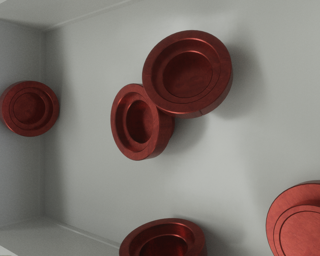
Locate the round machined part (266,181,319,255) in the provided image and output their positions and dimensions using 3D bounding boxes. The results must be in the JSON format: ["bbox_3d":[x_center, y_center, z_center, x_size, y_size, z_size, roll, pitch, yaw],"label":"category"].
[{"bbox_3d":[0.143,0.099,0.277,0.098,0.042,0.097,0,90,39],"label":"round machined part"}]

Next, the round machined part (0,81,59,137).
[{"bbox_3d":[-0.235,-0.036,0.550,0.042,0.099,0.097,12,98,45],"label":"round machined part"}]

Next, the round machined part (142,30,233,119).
[{"bbox_3d":[0.033,-0.057,0.351,0.098,0.042,0.098,-5,74,16],"label":"round machined part"}]

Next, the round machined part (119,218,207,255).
[{"bbox_3d":[0.006,0.149,0.356,0.098,0.099,0.042,1,108,39],"label":"round machined part"}]

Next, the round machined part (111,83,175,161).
[{"bbox_3d":[-0.019,-0.009,0.404,0.098,0.042,0.097,6,98,46],"label":"round machined part"}]
